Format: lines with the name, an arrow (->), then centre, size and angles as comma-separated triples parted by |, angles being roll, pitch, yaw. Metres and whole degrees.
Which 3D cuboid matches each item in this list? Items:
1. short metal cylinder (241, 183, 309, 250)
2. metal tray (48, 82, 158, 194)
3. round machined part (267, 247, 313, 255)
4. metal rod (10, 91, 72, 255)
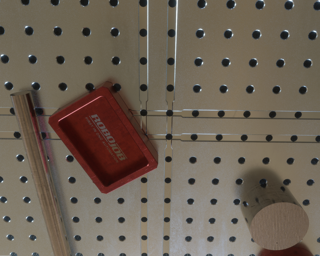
short metal cylinder -> 0.164, 0.127, 0.448 | 0.081, 0.050, 0.079 | 0, 110, 0
metal tray -> -0.072, 0.016, 0.415 | 0.090, 0.030, 0.130 | -29, 108, 10
round machined part -> 0.212, 0.244, 0.496 | 0.099, 0.042, 0.097 | 0, 110, 0
metal rod -> -0.163, 0.095, 0.446 | 0.025, 0.025, 0.298 | -5, 110, 2
